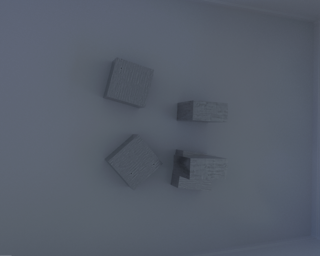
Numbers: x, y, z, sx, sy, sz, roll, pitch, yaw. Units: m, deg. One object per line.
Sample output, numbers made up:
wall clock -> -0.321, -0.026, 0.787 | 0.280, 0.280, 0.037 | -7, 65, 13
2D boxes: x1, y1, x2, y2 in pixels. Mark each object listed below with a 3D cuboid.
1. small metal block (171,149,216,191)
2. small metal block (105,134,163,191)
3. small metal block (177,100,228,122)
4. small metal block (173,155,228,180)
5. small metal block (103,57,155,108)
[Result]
small metal block -> 0.046, 0.058, 0.429 | 0.050, 0.025, 0.050 | 10, 87, -20
small metal block -> -0.034, 0.043, 0.399 | 0.050, 0.025, 0.050 | -42, 104, -15
small metal block -> 0.056, -0.021, 0.419 | 0.050, 0.050, 0.025 | 3, 89, -20
small metal block -> 0.050, 0.048, 0.390 | 0.050, 0.050, 0.025 | 3, 89, -20
small metal block -> -0.040, -0.056, 0.396 | 0.050, 0.025, 0.050 | 15, 85, -20
